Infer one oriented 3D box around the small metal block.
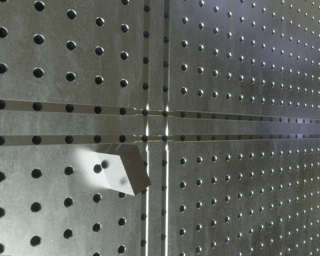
[{"bbox_3d":[-0.042,0.047,0.359,0.025,0.050,0.050,-30,109,-36],"label":"small metal block"}]
